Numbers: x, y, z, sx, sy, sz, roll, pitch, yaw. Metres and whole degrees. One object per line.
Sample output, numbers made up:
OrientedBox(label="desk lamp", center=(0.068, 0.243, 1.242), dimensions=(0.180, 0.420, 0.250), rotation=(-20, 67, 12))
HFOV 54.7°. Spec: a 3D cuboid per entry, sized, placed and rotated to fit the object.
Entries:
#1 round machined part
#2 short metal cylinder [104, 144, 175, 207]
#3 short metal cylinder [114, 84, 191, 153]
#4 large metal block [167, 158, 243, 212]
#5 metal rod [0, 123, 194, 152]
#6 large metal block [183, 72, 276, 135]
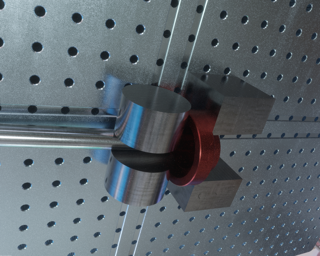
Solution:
OrientedBox(label="round machined part", center=(0.041, 0.025, 0.401), dimensions=(0.042, 0.098, 0.097), rotation=(1, 118, -29))
OrientedBox(label="short metal cylinder", center=(-0.027, 0.053, 0.393), dimensions=(0.081, 0.080, 0.050), rotation=(1, 118, -29))
OrientedBox(label="short metal cylinder", center=(-0.009, -0.013, 0.362), dimensions=(0.081, 0.080, 0.050), rotation=(1, 119, -29))
OrientedBox(label="large metal block", center=(0.057, 0.073, 0.452), dimensions=(0.081, 0.080, 0.050), rotation=(3, 117, -30))
OrientedBox(label="metal rod", center=(-0.097, 0.011, 0.350), dimensions=(0.302, 0.025, 0.025), rotation=(4, 117, -26))
OrientedBox(label="large metal block", center=(0.085, -0.033, 0.402), dimensions=(0.081, 0.080, 0.050), rotation=(0, 119, -28))
